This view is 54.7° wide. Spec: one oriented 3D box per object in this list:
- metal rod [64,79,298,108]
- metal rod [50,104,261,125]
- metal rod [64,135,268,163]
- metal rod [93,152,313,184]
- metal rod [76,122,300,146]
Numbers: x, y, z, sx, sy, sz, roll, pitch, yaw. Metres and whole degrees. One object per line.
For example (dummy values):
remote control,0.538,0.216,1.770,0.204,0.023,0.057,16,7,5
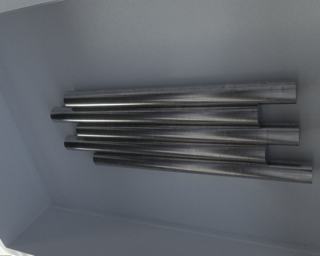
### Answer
metal rod,0.004,-0.039,0.380,0.301,0.025,0.025,1,119,27
metal rod,-0.025,-0.018,0.407,0.301,0.025,0.025,1,119,27
metal rod,-0.010,0.026,0.427,0.301,0.025,0.025,1,119,27
metal rod,0.037,0.048,0.416,0.301,0.025,0.025,1,119,27
metal rod,0.016,0.004,0.400,0.301,0.025,0.025,1,119,27
